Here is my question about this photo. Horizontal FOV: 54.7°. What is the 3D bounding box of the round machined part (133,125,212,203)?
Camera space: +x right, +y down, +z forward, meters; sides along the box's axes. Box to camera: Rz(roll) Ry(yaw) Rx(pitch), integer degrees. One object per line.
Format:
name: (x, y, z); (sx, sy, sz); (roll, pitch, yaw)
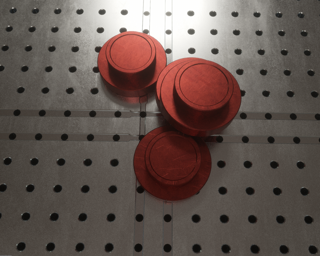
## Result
round machined part: (0.016, 0.042, 0.388); (0.099, 0.042, 0.098); (0, 70, 0)

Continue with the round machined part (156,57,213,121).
round machined part: (0.043, -0.043, 0.417); (0.099, 0.042, 0.098); (1, 67, -3)

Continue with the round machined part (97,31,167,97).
round machined part: (-0.040, -0.097, 0.438); (0.099, 0.042, 0.098); (0, 70, -1)

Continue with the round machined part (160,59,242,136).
round machined part: (0.050, -0.042, 0.372); (0.099, 0.042, 0.098); (1, 67, -3)
